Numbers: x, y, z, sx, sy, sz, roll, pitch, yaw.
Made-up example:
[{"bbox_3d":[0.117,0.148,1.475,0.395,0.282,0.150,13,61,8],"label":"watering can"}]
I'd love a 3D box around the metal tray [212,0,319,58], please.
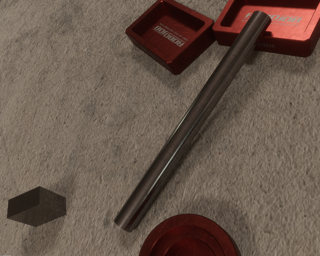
[{"bbox_3d":[0.147,-0.147,0.412,0.130,0.030,0.090,20,72,35],"label":"metal tray"}]

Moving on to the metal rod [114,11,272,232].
[{"bbox_3d":[0.041,-0.011,0.367,0.025,0.025,0.299,31,85,37],"label":"metal rod"}]

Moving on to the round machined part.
[{"bbox_3d":[0.031,0.135,0.293,0.098,0.042,0.098,-13,56,20],"label":"round machined part"}]

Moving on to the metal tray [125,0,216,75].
[{"bbox_3d":[0.015,-0.147,0.481,0.090,0.030,0.130,-43,51,-2],"label":"metal tray"}]

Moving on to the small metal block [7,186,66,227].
[{"bbox_3d":[-0.160,0.104,0.406,0.050,0.050,0.025,-24,53,13],"label":"small metal block"}]
